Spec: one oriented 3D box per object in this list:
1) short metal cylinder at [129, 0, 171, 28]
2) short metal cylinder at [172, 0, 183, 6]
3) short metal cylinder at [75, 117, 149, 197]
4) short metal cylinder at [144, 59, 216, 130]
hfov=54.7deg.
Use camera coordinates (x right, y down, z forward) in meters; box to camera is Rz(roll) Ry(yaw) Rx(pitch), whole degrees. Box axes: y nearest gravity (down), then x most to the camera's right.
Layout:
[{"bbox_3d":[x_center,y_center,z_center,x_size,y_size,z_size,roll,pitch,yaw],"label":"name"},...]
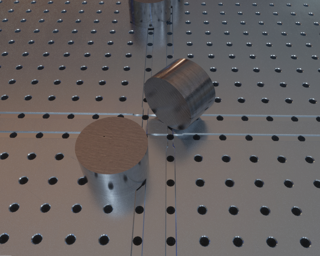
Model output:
[{"bbox_3d":[-0.019,-0.234,0.587,0.081,0.050,0.080,0,50,0],"label":"short metal cylinder"},{"bbox_3d":[0.011,-0.294,0.638,0.081,0.050,0.080,0,50,0],"label":"short metal cylinder"},{"bbox_3d":[-0.054,0.033,0.363,0.081,0.050,0.080,0,50,0],"label":"short metal cylinder"},{"bbox_3d":[0.025,-0.044,0.409,0.080,0.080,0.050,35,58,25],"label":"short metal cylinder"}]
